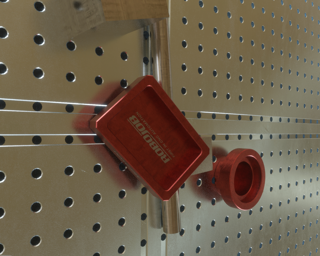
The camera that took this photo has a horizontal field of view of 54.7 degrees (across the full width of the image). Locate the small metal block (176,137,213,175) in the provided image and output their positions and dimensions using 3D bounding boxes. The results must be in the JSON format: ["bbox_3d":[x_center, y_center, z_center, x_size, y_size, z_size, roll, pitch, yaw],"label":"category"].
[{"bbox_3d":[0.050,0.040,0.454,0.050,0.025,0.050,-6,94,-40],"label":"small metal block"}]

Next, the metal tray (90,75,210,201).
[{"bbox_3d":[-0.009,0.013,0.377,0.090,0.030,0.130,-46,110,-18],"label":"metal tray"}]

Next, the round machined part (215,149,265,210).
[{"bbox_3d":[0.128,0.082,0.508,0.099,0.042,0.097,0,90,-40],"label":"round machined part"}]

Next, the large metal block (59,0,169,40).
[{"bbox_3d":[-0.051,-0.132,0.332,0.081,0.080,0.050,-20,103,-39],"label":"large metal block"}]

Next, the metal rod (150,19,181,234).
[{"bbox_3d":[0.007,-0.008,0.416,0.025,0.025,0.298,-7,94,-40],"label":"metal rod"}]
